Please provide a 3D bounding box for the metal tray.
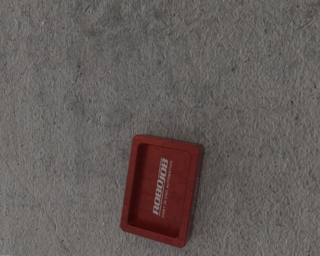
[{"bbox_3d":[0.003,0.078,0.405,0.090,0.030,0.129,10,93,19],"label":"metal tray"}]
